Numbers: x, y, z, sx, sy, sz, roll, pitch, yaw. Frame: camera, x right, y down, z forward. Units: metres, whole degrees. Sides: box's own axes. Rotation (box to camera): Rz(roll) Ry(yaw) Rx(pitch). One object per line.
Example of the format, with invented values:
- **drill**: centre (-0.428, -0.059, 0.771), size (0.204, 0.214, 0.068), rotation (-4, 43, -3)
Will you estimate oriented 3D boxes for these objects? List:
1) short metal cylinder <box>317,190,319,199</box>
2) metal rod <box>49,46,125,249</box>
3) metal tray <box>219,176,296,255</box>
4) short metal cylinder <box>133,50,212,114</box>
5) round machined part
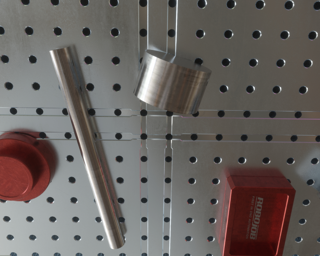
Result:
- **short metal cylinder**: centre (0.267, 0.099, 0.423), size (0.080, 0.080, 0.050), rotation (31, 107, -11)
- **metal rod**: centre (-0.094, 0.041, 0.427), size (0.025, 0.025, 0.298), rotation (-10, 110, 4)
- **metal tray**: centre (0.141, 0.137, 0.462), size (0.091, 0.030, 0.129), rotation (2, 110, -1)
- **short metal cylinder**: centre (0.014, -0.055, 0.364), size (0.080, 0.080, 0.050), rotation (16, 109, -6)
- **round machined part**: centre (-0.200, 0.060, 0.425), size (0.099, 0.042, 0.097), rotation (0, 110, 0)
